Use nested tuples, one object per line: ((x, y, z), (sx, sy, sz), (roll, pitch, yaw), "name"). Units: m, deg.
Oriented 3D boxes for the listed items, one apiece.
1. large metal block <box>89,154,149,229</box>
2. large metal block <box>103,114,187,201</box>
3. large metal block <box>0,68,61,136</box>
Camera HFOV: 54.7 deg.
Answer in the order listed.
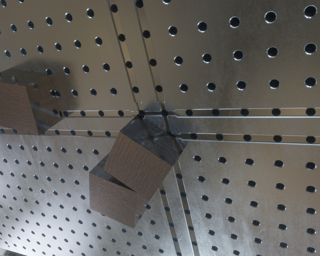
((-0.062, 0.099, 0.487), (0.080, 0.050, 0.079), (19, 126, 16), "large metal block")
((-0.023, 0.041, 0.431), (0.080, 0.050, 0.079), (33, 128, 6), "large metal block")
((-0.208, -0.042, 0.476), (0.080, 0.050, 0.079), (11, 123, 21), "large metal block")
